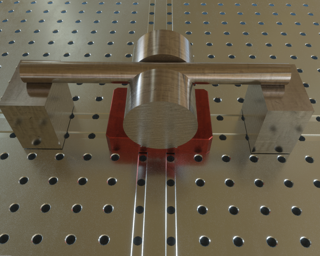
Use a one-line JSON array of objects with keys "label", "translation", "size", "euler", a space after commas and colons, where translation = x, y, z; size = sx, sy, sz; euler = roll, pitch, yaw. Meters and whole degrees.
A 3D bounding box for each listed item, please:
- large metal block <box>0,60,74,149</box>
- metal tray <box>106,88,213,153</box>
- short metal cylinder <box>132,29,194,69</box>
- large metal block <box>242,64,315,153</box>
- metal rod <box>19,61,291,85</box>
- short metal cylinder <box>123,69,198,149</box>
[{"label": "large metal block", "translation": [-0.151, -0.030, 0.394], "size": [0.050, 0.080, 0.080], "euler": [1, 50, 1]}, {"label": "metal tray", "translation": [0.000, -0.012, 0.414], "size": [0.131, 0.030, 0.090], "euler": [1, 50, 1]}, {"label": "short metal cylinder", "translation": [0.004, -0.078, 0.398], "size": [0.080, 0.080, 0.050], "euler": [1, 50, 0]}, {"label": "large metal block", "translation": [0.143, -0.024, 0.391], "size": [0.050, 0.080, 0.080], "euler": [1, 50, 1]}, {"label": "metal rod", "translation": [-0.005, -0.063, 0.356], "size": [0.302, 0.025, 0.025], "euler": [1, 50, 0]}, {"label": "short metal cylinder", "translation": [0.001, -0.020, 0.350], "size": [0.080, 0.080, 0.050], "euler": [1, 50, 0]}]
